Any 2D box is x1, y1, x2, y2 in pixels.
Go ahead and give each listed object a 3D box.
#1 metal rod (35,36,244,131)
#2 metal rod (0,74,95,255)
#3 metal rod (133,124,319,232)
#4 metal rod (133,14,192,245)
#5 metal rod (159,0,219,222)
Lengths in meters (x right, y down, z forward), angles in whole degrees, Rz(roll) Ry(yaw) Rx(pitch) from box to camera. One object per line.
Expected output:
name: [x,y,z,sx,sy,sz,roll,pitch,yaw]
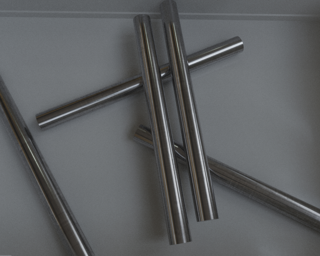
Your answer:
metal rod: [-0.022,-0.065,0.433,0.302,0.025,0.025,-23,72,-8]
metal rod: [-0.166,0.033,0.396,0.025,0.025,0.299,-31,73,-11]
metal rod: [0.105,0.070,0.384,0.301,0.025,0.025,25,72,9]
metal rod: [-0.001,-0.014,0.386,0.025,0.025,0.299,-9,70,-3]
metal rod: [0.032,-0.036,0.395,0.025,0.025,0.299,-8,70,-3]
